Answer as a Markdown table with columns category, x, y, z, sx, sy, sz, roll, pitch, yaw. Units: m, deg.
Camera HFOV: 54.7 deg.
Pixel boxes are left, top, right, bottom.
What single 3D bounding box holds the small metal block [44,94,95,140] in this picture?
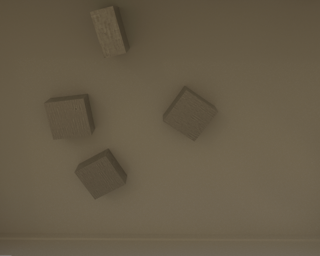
| category | x | y | z | sx | sy | sz | roll | pitch | yaw |
| --- | --- | --- | --- | --- | --- | --- | --- | --- | --- |
| small metal block | -0.117 | -0.015 | 0.404 | 0.050 | 0.025 | 0.050 | -7 | 110 | 2 |

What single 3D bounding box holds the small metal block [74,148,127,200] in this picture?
| category | x | y | z | sx | sy | sz | roll | pitch | yaw |
| --- | --- | --- | --- | --- | --- | --- | --- | --- | --- |
| small metal block | -0.082 | 0.065 | 0.434 | 0.050 | 0.025 | 0.050 | -28 | 108 | 9 |

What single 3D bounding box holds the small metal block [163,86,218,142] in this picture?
| category | x | y | z | sx | sy | sz | roll | pitch | yaw |
| --- | --- | --- | --- | --- | --- | --- | --- | --- | --- |
| small metal block | 0.039 | -0.019 | 0.405 | 0.050 | 0.025 | 0.050 | 33 | 107 | -12 |

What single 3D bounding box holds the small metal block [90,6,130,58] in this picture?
| category | x | y | z | sx | sy | sz | roll | pitch | yaw |
| --- | --- | --- | --- | --- | --- | --- | --- | --- | --- |
| small metal block | -0.056 | -0.111 | 0.356 | 0.025 | 0.050 | 0.050 | -13 | 110 | 4 |
